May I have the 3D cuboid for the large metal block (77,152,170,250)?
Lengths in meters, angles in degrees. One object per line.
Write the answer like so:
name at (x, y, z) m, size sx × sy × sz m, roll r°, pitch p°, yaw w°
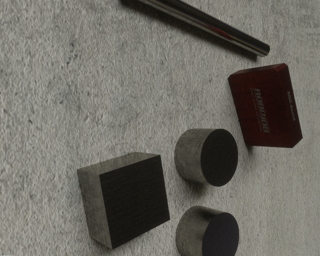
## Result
large metal block at (-0.040, 0.077, 0.355) m, size 0.081 × 0.050 × 0.079 m, roll -14°, pitch 99°, yaw -39°

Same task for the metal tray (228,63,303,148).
metal tray at (0.171, -0.033, 0.504) m, size 0.030 × 0.090 × 0.129 m, roll -30°, pitch 109°, yaw -36°

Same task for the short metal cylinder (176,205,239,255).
short metal cylinder at (0.069, 0.157, 0.447) m, size 0.081 × 0.050 × 0.080 m, roll 0°, pitch 90°, yaw -40°

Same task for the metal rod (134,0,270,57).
metal rod at (0.073, -0.156, 0.464) m, size 0.302 × 0.025 × 0.025 m, roll 8°, pitch 85°, yaw -40°

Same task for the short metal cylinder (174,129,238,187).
short metal cylinder at (0.067, 0.041, 0.445) m, size 0.081 × 0.050 × 0.080 m, roll 0°, pitch 90°, yaw -40°
